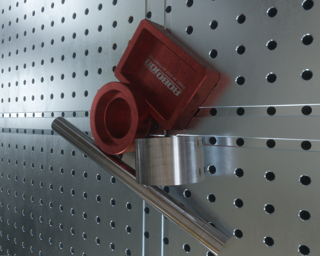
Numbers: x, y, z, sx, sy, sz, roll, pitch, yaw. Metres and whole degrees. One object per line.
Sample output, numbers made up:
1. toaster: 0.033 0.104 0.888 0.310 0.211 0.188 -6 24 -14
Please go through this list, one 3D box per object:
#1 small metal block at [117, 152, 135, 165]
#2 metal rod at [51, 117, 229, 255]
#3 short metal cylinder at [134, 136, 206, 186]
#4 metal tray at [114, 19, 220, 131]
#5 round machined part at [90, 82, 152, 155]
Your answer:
1. small metal block: -0.066 0.038 0.461 0.050 0.025 0.050 35 111 34
2. metal rod: -0.043 0.064 0.416 0.300 0.025 0.025 32 110 26
3. short metal cylinder: 0.011 0.036 0.361 0.080 0.081 0.050 -5 87 39
4. metal tray: 0.003 -0.069 0.401 0.130 0.030 0.089 48 118 29
5. round machined part: -0.050 -0.013 0.427 0.098 0.042 0.097 0 90 41
